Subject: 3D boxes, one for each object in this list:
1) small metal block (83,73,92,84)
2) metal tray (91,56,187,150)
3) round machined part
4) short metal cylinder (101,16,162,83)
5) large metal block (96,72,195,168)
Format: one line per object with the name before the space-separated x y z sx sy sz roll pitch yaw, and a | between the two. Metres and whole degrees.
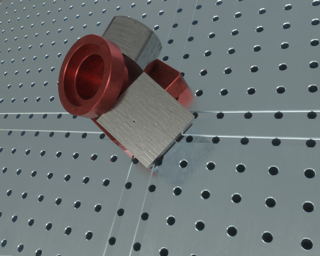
small metal block | -0.098 -0.050 0.432 0.025 0.050 0.050 21 73 35
metal tray | -0.036 -0.042 0.449 0.130 0.030 0.090 -47 52 -5
round machined part | -0.077 -0.060 0.377 0.098 0.042 0.097 -8 77 38
short metal cylinder | -0.044 -0.104 0.419 0.080 0.080 0.050 14 69 33
large metal block | -0.016 -0.007 0.380 0.080 0.050 0.080 42 85 8
